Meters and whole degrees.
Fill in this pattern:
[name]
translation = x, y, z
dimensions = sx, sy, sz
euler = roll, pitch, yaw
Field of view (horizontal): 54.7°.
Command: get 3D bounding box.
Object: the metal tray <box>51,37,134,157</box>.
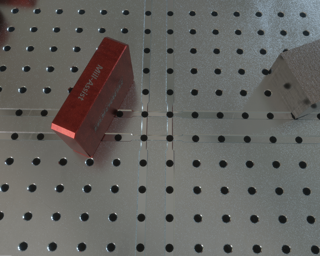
[metal tray]
translation = -0.077, -0.036, 0.389
dimensions = 0.030, 0.090, 0.130
euler = 23, 72, 8

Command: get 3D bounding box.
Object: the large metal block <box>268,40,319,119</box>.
[large metal block]
translation = 0.211, -0.070, 0.425
dimensions = 0.080, 0.050, 0.080
euler = -21, 71, -8
